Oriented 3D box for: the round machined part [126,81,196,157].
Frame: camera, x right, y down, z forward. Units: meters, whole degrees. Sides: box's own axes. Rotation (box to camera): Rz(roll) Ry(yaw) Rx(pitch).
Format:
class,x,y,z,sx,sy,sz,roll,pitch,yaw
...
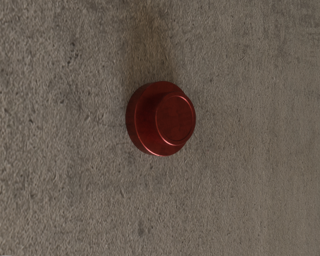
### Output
class,x,y,z,sx,sy,sz,roll,pitch,yaw
round machined part,0.008,-0.012,0.399,0.099,0.042,0.097,0,90,-40
